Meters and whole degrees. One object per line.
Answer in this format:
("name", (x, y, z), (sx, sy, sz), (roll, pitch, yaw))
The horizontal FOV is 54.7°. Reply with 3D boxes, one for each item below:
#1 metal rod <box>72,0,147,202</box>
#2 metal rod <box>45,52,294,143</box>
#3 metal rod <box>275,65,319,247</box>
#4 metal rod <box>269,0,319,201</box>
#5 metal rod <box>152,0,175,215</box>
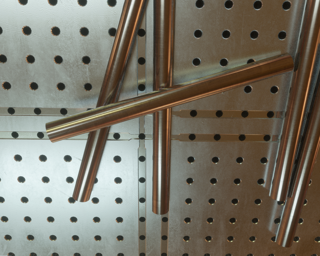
("metal rod", (-0.068, -0.033, 0.400), (0.025, 0.025, 0.298), (17, 109, -7))
("metal rod", (0.016, -0.038, 0.373), (0.302, 0.025, 0.025), (-17, 110, -5))
("metal rod", (0.204, 0.038, 0.430), (0.025, 0.025, 0.298), (4, 110, -2))
("metal rod", (0.178, -0.040, 0.401), (0.025, 0.025, 0.298), (2, 110, -1))
("metal rod", (0.003, -0.019, 0.406), (0.025, 0.025, 0.298), (1, 110, -1))
